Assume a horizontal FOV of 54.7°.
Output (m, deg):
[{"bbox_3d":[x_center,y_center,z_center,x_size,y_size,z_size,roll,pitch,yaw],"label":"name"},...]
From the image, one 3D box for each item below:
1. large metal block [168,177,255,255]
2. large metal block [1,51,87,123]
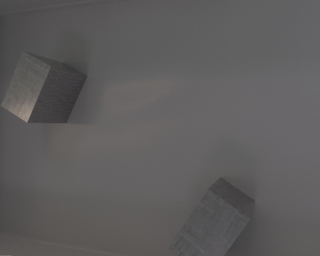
[{"bbox_3d":[0.063,0.110,0.359,0.050,0.080,0.080,35,101,16],"label":"large metal block"},{"bbox_3d":[-0.161,-0.054,0.438,0.050,0.080,0.080,29,100,17],"label":"large metal block"}]
